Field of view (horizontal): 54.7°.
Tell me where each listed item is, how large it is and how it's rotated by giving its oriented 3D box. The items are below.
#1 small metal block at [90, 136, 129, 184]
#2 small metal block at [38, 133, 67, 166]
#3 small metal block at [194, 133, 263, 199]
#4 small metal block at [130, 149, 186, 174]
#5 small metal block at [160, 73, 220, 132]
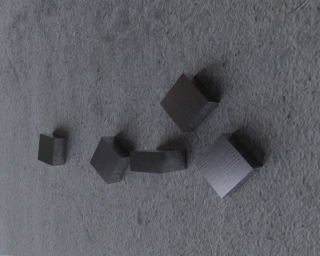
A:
[{"bbox_3d":[-0.074,0.048,0.466,0.050,0.025,0.050,43,116,31],"label":"small metal block"},{"bbox_3d":[-0.198,0.039,0.569,0.050,0.025,0.050,12,98,39],"label":"small metal block"},{"bbox_3d":[0.075,0.041,0.343,0.050,0.025,0.050,-52,60,27],"label":"small metal block"},{"bbox_3d":[-0.002,0.041,0.391,0.050,0.050,0.025,-2,89,40],"label":"small metal block"},{"bbox_3d":[0.035,-0.030,0.376,0.050,0.025,0.050,-51,60,28],"label":"small metal block"}]
